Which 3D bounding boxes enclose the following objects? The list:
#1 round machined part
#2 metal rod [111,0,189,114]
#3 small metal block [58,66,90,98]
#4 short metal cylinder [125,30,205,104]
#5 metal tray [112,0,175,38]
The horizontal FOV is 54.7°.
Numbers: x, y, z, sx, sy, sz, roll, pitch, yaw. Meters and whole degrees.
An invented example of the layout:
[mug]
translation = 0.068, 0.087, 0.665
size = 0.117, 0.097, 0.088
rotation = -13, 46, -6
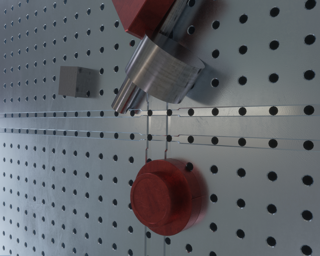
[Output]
[round machined part]
translation = 0.000, 0.090, 0.398
size = 0.098, 0.042, 0.097
rotation = 0, 90, 40
[metal rod]
translation = 0.012, -0.144, 0.399
size = 0.025, 0.025, 0.298
rotation = 46, 118, 30
[small metal block]
translation = -0.148, -0.079, 0.532
size = 0.050, 0.025, 0.050
rotation = 11, 97, 39
[short metal cylinder]
translation = 0.006, -0.073, 0.369
size = 0.080, 0.081, 0.050
rotation = 48, 119, 29
[metal tray]
translation = -0.022, -0.184, 0.398
size = 0.090, 0.030, 0.130
rotation = -50, 41, 28
